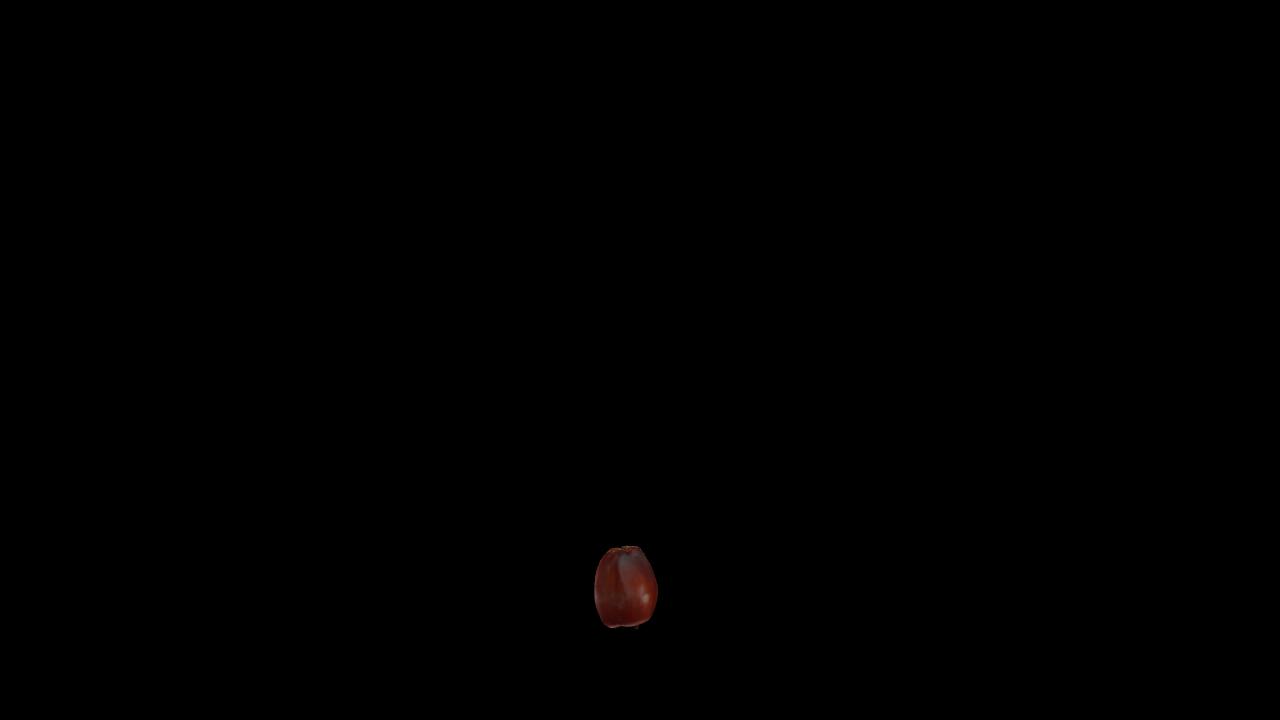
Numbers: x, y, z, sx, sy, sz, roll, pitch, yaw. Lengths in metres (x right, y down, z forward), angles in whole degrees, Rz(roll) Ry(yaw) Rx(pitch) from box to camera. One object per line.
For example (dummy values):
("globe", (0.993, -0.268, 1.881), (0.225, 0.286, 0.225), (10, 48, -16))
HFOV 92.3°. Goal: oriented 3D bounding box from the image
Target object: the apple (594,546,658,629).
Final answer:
("apple", (-0.015, 0.266, 0.718), (0.079, 0.093, 0.079), (-10, -10, -2))
